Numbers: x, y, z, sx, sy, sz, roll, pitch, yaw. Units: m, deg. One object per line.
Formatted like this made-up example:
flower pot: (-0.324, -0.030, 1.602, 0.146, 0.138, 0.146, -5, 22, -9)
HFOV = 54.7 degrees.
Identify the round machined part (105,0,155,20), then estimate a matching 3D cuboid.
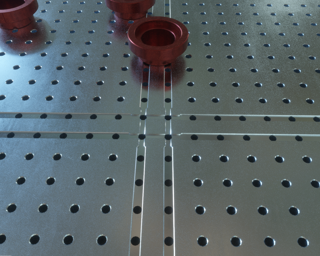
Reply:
round machined part: (-0.058, -0.248, 0.604, 0.099, 0.042, 0.098, 0, 50, 0)

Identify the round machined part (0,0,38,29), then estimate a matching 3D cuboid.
round machined part: (-0.278, -0.221, 0.579, 0.099, 0.042, 0.098, 0, 50, 0)

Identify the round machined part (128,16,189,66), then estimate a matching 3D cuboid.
round machined part: (-0.003, -0.141, 0.515, 0.099, 0.042, 0.098, 0, 50, 0)
